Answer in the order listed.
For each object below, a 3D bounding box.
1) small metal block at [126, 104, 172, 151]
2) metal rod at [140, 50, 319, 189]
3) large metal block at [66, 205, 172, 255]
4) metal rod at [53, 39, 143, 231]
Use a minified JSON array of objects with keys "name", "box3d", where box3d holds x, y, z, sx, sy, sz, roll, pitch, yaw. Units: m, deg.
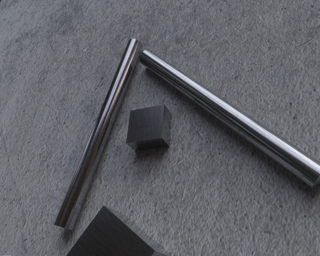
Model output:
[{"name":"small metal block","box3d":[-0.014,0.000,0.410,0.050,0.025,0.050,-9,58,22]},{"name":"metal rod","box3d":[0.066,-0.031,0.387,0.025,0.025,0.300,-45,51,-3]},{"name":"large metal block","box3d":[-0.046,0.142,0.323,0.080,0.050,0.080,29,77,37]},{"name":"metal rod","box3d":[-0.081,-0.006,0.448,0.025,0.025,0.300,3,63,29]}]
